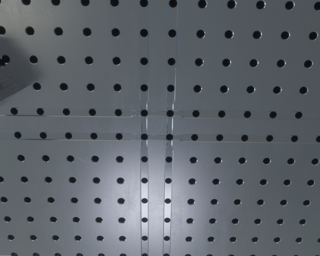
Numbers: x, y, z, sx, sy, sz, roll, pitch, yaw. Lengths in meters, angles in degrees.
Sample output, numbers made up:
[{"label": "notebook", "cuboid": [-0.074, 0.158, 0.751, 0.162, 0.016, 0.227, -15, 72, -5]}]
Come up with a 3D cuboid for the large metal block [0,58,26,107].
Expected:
[{"label": "large metal block", "cuboid": [-0.219, -0.056, 0.362, 0.050, 0.080, 0.080, -34, 107, 12]}]
